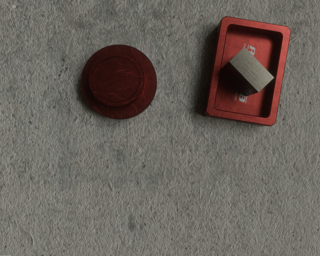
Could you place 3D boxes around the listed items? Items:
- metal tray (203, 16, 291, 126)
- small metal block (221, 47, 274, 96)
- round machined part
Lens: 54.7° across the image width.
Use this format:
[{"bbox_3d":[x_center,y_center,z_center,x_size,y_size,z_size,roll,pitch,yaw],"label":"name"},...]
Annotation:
[{"bbox_3d":[0.113,-0.073,0.408,0.091,0.030,0.129,9,90,-1],"label":"metal tray"},{"bbox_3d":[0.107,-0.068,0.386,0.025,0.050,0.050,-44,91,0],"label":"small metal block"},{"bbox_3d":[-0.053,-0.060,0.401,0.099,0.042,0.097,0,90,-1],"label":"round machined part"}]
